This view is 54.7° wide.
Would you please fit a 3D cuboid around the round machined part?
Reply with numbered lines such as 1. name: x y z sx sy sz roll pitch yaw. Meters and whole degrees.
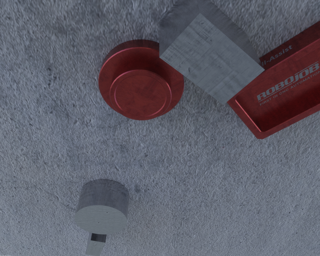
1. round machined part: -0.021 -0.047 0.356 0.099 0.042 0.097 0 130 0

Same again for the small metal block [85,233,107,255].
1. small metal block: -0.112 0.192 0.553 0.025 0.050 0.050 15 129 -12

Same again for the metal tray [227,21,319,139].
1. metal tray: 0.151 -0.049 0.363 0.130 0.030 0.090 -32 124 24

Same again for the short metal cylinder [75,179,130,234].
1. short metal cylinder: -0.091 0.127 0.498 0.081 0.050 0.079 0 130 0

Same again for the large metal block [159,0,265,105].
1. large metal block: 0.046 -0.082 0.302 0.080 0.080 0.050 32 123 -24
